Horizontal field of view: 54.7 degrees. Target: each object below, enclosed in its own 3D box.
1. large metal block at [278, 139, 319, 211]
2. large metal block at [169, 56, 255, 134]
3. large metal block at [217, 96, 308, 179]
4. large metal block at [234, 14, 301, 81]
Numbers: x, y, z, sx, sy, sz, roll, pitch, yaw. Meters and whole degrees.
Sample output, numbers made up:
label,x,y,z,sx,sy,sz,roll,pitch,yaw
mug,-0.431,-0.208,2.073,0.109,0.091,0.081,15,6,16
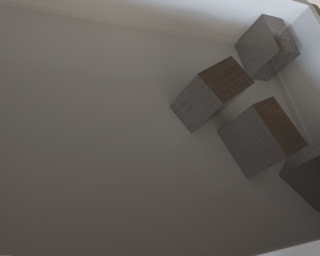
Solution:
label,x,y,z,sx,sy,sz,roll,pitch,yaw
large metal block,0.242,0.068,0.459,0.080,0.080,0.050,44,51,2
large metal block,0.072,-0.047,0.438,0.081,0.080,0.050,-32,80,-38
large metal block,0.141,0.015,0.437,0.050,0.080,0.080,-20,73,-36
large metal block,0.191,-0.142,0.559,0.050,0.080,0.080,1,62,-28
